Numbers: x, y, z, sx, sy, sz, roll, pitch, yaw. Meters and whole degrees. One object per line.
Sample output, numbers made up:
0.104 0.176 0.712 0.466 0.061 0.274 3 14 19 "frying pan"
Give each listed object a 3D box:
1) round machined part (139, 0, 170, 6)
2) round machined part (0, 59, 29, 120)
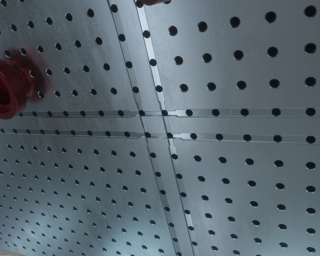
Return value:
-0.021 -0.161 0.279 0.098 0.042 0.097 53 156 36 "round machined part"
-0.248 -0.066 0.487 0.098 0.042 0.097 13 124 20 "round machined part"
